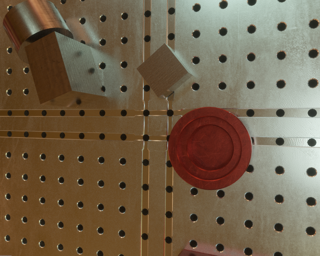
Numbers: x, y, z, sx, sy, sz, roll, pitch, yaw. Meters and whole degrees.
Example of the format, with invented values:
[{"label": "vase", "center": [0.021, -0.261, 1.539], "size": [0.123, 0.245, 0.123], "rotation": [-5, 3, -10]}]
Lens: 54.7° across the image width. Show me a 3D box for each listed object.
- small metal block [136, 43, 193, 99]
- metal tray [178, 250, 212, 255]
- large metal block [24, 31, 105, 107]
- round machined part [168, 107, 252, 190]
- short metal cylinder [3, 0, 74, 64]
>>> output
[{"label": "small metal block", "center": [0.006, -0.074, 0.410], "size": [0.050, 0.025, 0.050], "rotation": [-39, 78, 15]}, {"label": "metal tray", "center": [0.081, 0.211, 0.381], "size": [0.130, 0.030, 0.089], "rotation": [4, 91, 19]}, {"label": "large metal block", "center": [-0.128, -0.076, 0.429], "size": [0.050, 0.080, 0.080], "rotation": [-20, 84, 19]}, {"label": "round machined part", "center": [0.063, 0.024, 0.381], "size": [0.098, 0.042, 0.097], "rotation": [0, 90, 20]}, {"label": "short metal cylinder", "center": [-0.173, -0.136, 0.445], "size": [0.080, 0.080, 0.050], "rotation": [-34, 79, 17]}]
